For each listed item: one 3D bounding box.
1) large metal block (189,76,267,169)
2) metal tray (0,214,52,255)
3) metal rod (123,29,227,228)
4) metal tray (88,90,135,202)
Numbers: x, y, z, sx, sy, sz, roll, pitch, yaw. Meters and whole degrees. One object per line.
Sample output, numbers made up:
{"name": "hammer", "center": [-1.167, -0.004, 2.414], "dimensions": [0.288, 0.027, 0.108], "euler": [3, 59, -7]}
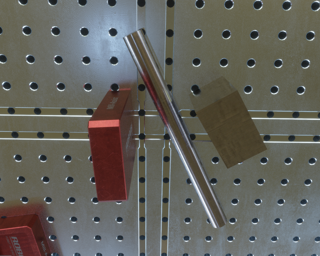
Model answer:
{"name": "large metal block", "center": [0.080, -0.010, 0.382], "dimensions": [0.050, 0.080, 0.080], "euler": [-29, 108, 10]}
{"name": "metal tray", "center": [-0.221, 0.201, 0.481], "dimensions": [0.091, 0.030, 0.129], "euler": [-8, 110, 2]}
{"name": "metal rod", "center": [0.028, 0.014, 0.419], "dimensions": [0.025, 0.025, 0.299], "euler": [-23, 109, 8]}
{"name": "metal tray", "center": [-0.051, 0.014, 0.362], "dimensions": [0.030, 0.130, 0.089], "euler": [-3, 110, 1]}
